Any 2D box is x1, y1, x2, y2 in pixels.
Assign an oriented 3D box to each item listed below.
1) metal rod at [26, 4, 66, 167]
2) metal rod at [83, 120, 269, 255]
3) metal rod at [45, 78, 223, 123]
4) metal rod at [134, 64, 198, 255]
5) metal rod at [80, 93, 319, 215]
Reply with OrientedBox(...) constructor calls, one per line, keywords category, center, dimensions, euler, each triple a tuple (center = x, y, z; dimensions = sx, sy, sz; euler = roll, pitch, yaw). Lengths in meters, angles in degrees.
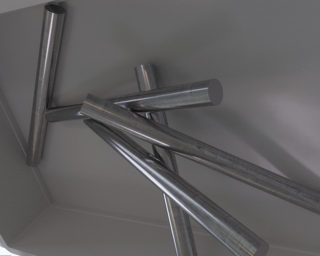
OrientedBox(category="metal rod", center=(-0.182, -0.043, 0.478), dimensions=(0.025, 0.025, 0.298), euler=(32, 129, 7))
OrientedBox(category="metal rod", center=(-0.011, 0.044, 0.352), dimensions=(0.300, 0.025, 0.025), euler=(33, 135, 44))
OrientedBox(category="metal rod", center=(-0.059, -0.027, 0.385), dimensions=(0.300, 0.025, 0.025), euler=(-3, 118, 43))
OrientedBox(category="metal rod", center=(0.014, 0.071, 0.371), dimensions=(0.025, 0.025, 0.298), euler=(-14, 88, 34))
OrientedBox(category="metal rod", center=(0.056, 0.032, 0.351), dimensions=(0.301, 0.025, 0.025), euler=(23, 129, -5))
